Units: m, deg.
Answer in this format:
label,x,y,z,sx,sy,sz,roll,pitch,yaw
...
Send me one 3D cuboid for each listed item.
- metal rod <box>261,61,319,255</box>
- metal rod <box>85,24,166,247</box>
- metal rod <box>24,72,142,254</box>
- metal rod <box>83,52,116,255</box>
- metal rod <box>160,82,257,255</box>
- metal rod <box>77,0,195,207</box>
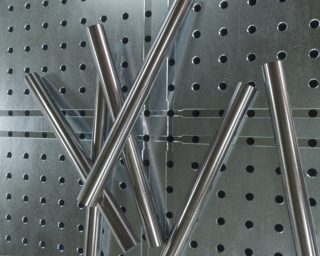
label,x,y,z,sx,sy,sz,roll,pitch,yaw
metal rod,0.156,0.072,0.357,0.025,0.025,0.299,-11,86,20
metal rod,-0.046,0.010,0.414,0.025,0.025,0.299,-16,90,19
metal rod,-0.117,0.034,0.431,0.025,0.025,0.300,-43,68,15
metal rod,-0.087,0.042,0.443,0.025,0.025,0.298,5,92,20
metal rod,0.048,0.085,0.395,0.025,0.025,0.299,25,98,18
metal rod,-0.027,-0.043,0.391,0.025,0.025,0.299,24,86,18
